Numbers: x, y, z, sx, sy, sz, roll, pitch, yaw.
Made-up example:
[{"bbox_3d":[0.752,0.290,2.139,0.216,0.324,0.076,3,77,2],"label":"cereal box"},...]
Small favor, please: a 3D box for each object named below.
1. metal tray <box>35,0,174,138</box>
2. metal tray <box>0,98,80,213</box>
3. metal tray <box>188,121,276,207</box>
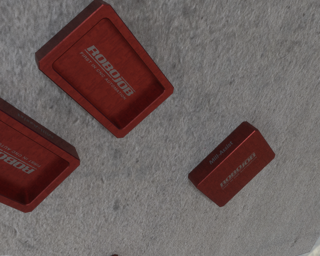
[{"bbox_3d":[-0.054,-0.058,0.338,0.090,0.030,0.130,-42,130,1],"label":"metal tray"},{"bbox_3d":[-0.164,0.030,0.332,0.090,0.030,0.130,-44,130,2],"label":"metal tray"},{"bbox_3d":[0.120,0.062,0.510,0.130,0.030,0.090,-44,130,2],"label":"metal tray"}]
